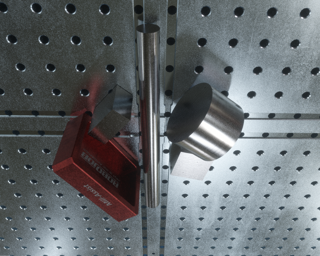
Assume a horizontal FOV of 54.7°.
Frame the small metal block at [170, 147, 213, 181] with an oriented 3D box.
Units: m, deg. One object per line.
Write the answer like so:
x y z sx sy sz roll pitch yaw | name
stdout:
0.046 0.048 0.454 0.050 0.025 0.050 12 129 -10 | small metal block

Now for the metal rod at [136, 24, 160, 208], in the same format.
-0.013 0.010 0.419 0.025 0.025 0.298 0 130 0 | metal rod

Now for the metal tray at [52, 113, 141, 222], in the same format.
-0.076 0.054 0.413 0.030 0.090 0.130 -26 126 20 | metal tray

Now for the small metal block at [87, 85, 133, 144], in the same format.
-0.060 -0.017 0.379 0.025 0.050 0.050 34 122 -26 | small metal block

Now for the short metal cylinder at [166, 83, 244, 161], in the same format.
0.052 -0.007 0.370 0.050 0.080 0.080 31 123 -24 | short metal cylinder
